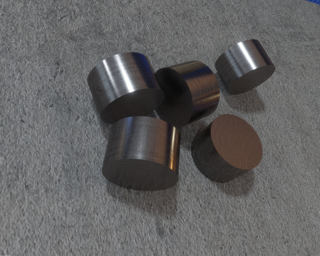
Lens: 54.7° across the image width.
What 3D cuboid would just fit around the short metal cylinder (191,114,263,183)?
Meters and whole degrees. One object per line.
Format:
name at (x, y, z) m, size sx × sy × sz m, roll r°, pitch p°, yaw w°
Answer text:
short metal cylinder at (0.089, 0.028, 0.419) m, size 0.081 × 0.050 × 0.080 m, roll 14°, pitch 56°, yaw -21°

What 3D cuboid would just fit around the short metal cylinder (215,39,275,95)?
short metal cylinder at (0.136, -0.097, 0.501) m, size 0.081 × 0.080 × 0.050 m, roll -10°, pitch 67°, yaw -33°

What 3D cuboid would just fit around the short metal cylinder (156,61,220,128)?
short metal cylinder at (0.032, -0.046, 0.413) m, size 0.050 × 0.080 × 0.080 m, roll -22°, pitch 74°, yaw -36°

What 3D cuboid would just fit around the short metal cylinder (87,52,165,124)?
short metal cylinder at (-0.041, -0.046, 0.374) m, size 0.081 × 0.080 × 0.050 m, roll -11°, pitch 68°, yaw -33°

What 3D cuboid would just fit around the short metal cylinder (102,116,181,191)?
short metal cylinder at (-0.019, 0.030, 0.340) m, size 0.081 × 0.080 × 0.050 m, roll 18°, pitch 55°, yaw -18°
